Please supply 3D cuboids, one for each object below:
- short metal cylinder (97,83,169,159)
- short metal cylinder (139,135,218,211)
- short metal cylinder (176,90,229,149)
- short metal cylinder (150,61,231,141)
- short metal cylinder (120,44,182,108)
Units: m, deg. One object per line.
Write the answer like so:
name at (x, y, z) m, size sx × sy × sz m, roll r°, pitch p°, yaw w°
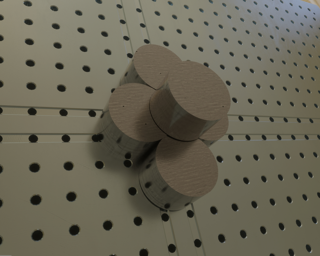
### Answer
short metal cylinder at (-0.031, -0.008, 0.380) m, size 0.081 × 0.050 × 0.080 m, roll 14°, pitch 56°, yaw -21°
short metal cylinder at (0.022, 0.052, 0.371) m, size 0.081 × 0.050 × 0.080 m, roll 14°, pitch 54°, yaw -20°
short metal cylinder at (0.045, -0.008, 0.420) m, size 0.081 × 0.050 × 0.080 m, roll 14°, pitch 56°, yaw -21°
short metal cylinder at (0.035, -0.031, 0.364) m, size 0.081 × 0.050 × 0.080 m, roll 14°, pitch 56°, yaw -21°
short metal cylinder at (-0.008, -0.068, 0.428) m, size 0.081 × 0.050 × 0.080 m, roll 14°, pitch 56°, yaw -22°
